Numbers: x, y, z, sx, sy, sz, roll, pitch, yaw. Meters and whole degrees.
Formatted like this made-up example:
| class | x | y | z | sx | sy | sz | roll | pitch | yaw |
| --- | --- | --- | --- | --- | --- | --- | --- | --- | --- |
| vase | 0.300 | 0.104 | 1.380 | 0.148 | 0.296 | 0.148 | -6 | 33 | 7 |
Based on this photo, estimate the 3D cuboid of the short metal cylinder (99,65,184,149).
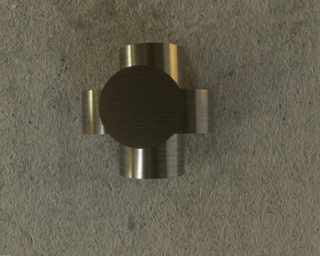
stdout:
| class | x | y | z | sx | sy | sz | roll | pitch | yaw |
| --- | --- | --- | --- | --- | --- | --- | --- | --- | --- |
| short metal cylinder | -0.018 | -0.020 | 0.318 | 0.081 | 0.050 | 0.079 | 0 | 90 | -1 |

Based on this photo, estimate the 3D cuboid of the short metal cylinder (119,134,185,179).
| class | x | y | z | sx | sy | sz | roll | pitch | yaw |
| --- | --- | --- | --- | --- | --- | --- | --- | --- | --- |
| short metal cylinder | -0.010 | 0.031 | 0.383 | 0.081 | 0.080 | 0.050 | 0 | 90 | -1 |

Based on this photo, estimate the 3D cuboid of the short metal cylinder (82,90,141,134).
| class | x | y | z | sx | sy | sz | roll | pitch | yaw |
| --- | --- | --- | --- | --- | --- | --- | --- | --- | --- |
| short metal cylinder | -0.055 | -0.018 | 0.383 | 0.081 | 0.080 | 0.050 | -1 | 90 | -1 |

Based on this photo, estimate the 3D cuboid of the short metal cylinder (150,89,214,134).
| class | x | y | z | sx | sy | sz | roll | pitch | yaw |
| --- | --- | --- | --- | --- | --- | --- | --- | --- | --- |
| short metal cylinder | 0.026 | -0.019 | 0.384 | 0.081 | 0.080 | 0.050 | 0 | 90 | -1 |

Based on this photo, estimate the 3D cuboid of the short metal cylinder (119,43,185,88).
| class | x | y | z | sx | sy | sz | roll | pitch | yaw |
| --- | --- | --- | --- | --- | --- | --- | --- | --- | --- |
| short metal cylinder | -0.009 | -0.070 | 0.383 | 0.081 | 0.080 | 0.050 | -2 | 90 | -1 |
